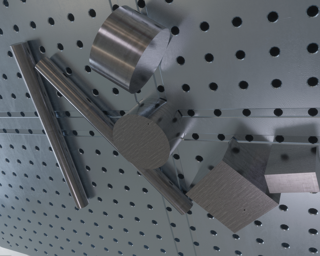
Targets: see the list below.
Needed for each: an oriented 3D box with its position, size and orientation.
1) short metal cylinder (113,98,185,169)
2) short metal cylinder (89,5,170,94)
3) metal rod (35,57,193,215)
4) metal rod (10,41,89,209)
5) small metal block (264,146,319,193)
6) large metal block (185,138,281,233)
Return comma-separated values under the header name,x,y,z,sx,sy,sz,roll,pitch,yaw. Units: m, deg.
name,x,y,z,sx,sy,sz,roll,pitch,yaw
short metal cylinder,-0.014,0.007,0.407,0.080,0.050,0.079,13,124,21
short metal cylinder,-0.032,-0.085,0.340,0.050,0.080,0.079,32,129,7
metal rod,-0.064,0.014,0.453,0.300,0.025,0.025,46,129,-4
metal rod,-0.173,0.010,0.508,0.025,0.025,0.298,2,120,27
small metal block,0.149,0.046,0.345,0.050,0.050,0.025,-9,114,32
large metal block,0.093,0.074,0.392,0.080,0.050,0.080,38,129,2
